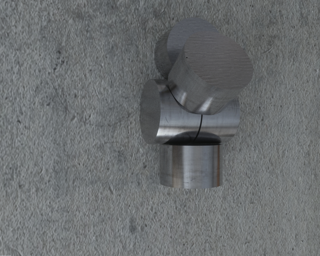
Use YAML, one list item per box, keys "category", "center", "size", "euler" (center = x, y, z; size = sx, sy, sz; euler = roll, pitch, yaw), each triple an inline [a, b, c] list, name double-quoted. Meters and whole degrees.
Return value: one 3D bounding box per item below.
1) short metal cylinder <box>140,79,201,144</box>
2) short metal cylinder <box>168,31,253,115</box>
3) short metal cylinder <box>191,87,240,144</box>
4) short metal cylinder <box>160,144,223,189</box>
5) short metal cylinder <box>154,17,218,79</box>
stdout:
- category: "short metal cylinder"
  center: [0.010, -0.020, 0.386]
  size: [0.050, 0.080, 0.079]
  euler: [1, 90, -21]
- category: "short metal cylinder"
  center: [0.055, -0.061, 0.348]
  size: [0.081, 0.050, 0.080]
  euler: [10, 59, -16]
- category: "short metal cylinder"
  center: [0.060, -0.019, 0.404]
  size: [0.050, 0.080, 0.079]
  euler: [0, 90, -20]
- category: "short metal cylinder"
  center: [0.040, 0.045, 0.397]
  size: [0.081, 0.080, 0.050]
  euler: [0, 90, -20]
- category: "short metal cylinder"
  center: [0.038, -0.099, 0.413]
  size: [0.081, 0.050, 0.079]
  euler: [0, 90, -21]
